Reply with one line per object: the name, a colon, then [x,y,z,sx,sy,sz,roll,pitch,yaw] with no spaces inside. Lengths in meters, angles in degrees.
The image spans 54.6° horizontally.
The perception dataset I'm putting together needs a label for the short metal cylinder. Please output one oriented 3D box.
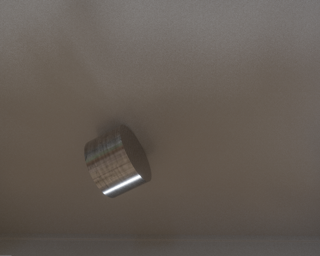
short metal cylinder: [-0.052,0.042,0.397,0.050,0.080,0.080,-27,108,9]
